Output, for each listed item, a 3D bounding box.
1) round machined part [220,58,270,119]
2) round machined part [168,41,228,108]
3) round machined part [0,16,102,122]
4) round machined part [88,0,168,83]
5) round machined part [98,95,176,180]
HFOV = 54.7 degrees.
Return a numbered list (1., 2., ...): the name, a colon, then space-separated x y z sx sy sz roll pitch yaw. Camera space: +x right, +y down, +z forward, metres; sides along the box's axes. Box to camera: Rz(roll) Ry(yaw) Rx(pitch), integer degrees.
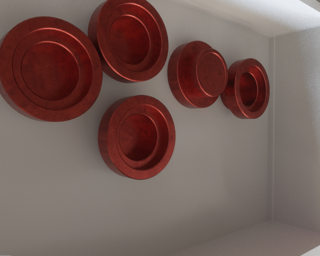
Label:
1. round machined part: 0.137 -0.063 0.513 0.099 0.042 0.097 0 90 -40
2. round machined part: 0.061 -0.078 0.449 0.099 0.042 0.097 0 90 -40
3. round machined part: -0.110 -0.054 0.304 0.099 0.042 0.097 0 90 -40
4. round machined part: -0.040 -0.101 0.363 0.099 0.042 0.097 0 90 -40
5. round machined part: -0.031 0.010 0.371 0.099 0.042 0.097 0 90 -40
